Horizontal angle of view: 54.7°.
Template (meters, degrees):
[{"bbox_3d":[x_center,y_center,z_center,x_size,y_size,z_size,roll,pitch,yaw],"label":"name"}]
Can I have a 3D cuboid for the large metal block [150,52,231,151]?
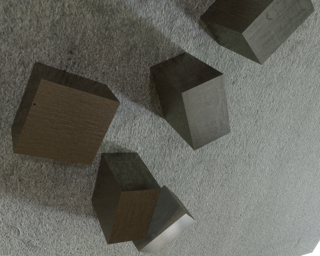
[{"bbox_3d":[0.036,-0.034,0.370,0.050,0.080,0.080,-26,128,-12],"label":"large metal block"}]

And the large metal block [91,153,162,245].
[{"bbox_3d":[-0.047,0.087,0.399,0.050,0.080,0.079,2,117,-29],"label":"large metal block"}]

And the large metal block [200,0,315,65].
[{"bbox_3d":[0.107,-0.129,0.350,0.080,0.080,0.050,-46,129,4],"label":"large metal block"}]

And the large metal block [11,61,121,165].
[{"bbox_3d":[-0.101,-0.013,0.327,0.081,0.050,0.080,16,110,-35],"label":"large metal block"}]

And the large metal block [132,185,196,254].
[{"bbox_3d":[0.000,0.138,0.459,0.080,0.050,0.080,-38,152,-2],"label":"large metal block"}]
